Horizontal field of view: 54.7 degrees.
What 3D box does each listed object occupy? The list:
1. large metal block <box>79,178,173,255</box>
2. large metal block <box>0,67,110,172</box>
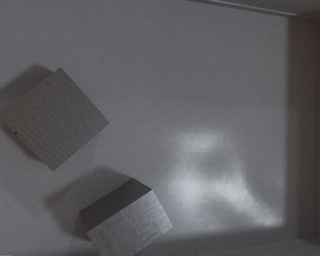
[{"bbox_3d":[-0.043,0.108,0.365,0.080,0.080,0.050,-30,100,-17],"label":"large metal block"},{"bbox_3d":[-0.118,-0.010,0.353,0.080,0.050,0.080,-43,104,-15],"label":"large metal block"}]
